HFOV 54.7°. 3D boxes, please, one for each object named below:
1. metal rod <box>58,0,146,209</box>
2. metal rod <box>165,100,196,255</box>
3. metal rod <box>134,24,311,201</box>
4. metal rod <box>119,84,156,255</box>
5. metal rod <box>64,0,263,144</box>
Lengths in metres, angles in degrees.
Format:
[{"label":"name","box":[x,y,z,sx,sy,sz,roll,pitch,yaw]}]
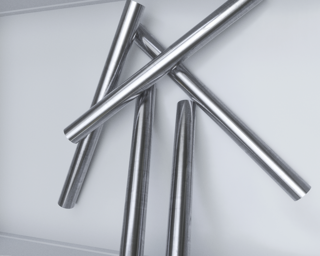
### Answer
[{"label":"metal rod","box":[-0.084,-0.022,0.423,0.025,0.025,0.298,26,104,17]},{"label":"metal rod","box":[0.021,0.099,0.325,0.025,0.025,0.300,-6,58,19]},{"label":"metal rod","box":[0.062,-0.031,0.388,0.300,0.025,0.025,47,104,13]},{"label":"metal rod","box":[-0.026,0.073,0.349,0.025,0.025,0.299,-7,61,19]},{"label":"metal rod","box":[0.002,-0.077,0.380,0.300,0.025,0.025,-36,79,10]}]
